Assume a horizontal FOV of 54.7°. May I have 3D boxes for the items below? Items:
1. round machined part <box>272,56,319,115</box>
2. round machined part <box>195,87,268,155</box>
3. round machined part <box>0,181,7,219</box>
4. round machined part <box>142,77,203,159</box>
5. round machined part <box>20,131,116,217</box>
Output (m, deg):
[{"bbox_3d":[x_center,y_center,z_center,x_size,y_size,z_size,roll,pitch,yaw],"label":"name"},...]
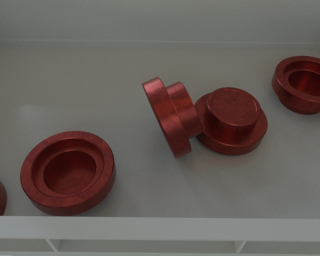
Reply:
[{"bbox_3d":[0.211,-0.057,0.445,0.099,0.042,0.098,0,50,0],"label":"round machined part"},{"bbox_3d":[0.092,-0.016,0.405,0.099,0.042,0.098,3,50,-3],"label":"round machined part"},{"bbox_3d":[-0.220,0.078,0.326,0.099,0.042,0.098,0,50,0],"label":"round machined part"},{"bbox_3d":[0.018,-0.016,0.367,0.042,0.098,0.098,-24,53,-1],"label":"round machined part"},{"bbox_3d":[-0.099,0.053,0.348,0.099,0.042,0.098,0,50,0],"label":"round machined part"}]
